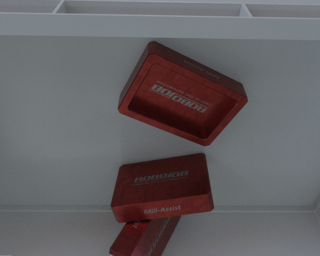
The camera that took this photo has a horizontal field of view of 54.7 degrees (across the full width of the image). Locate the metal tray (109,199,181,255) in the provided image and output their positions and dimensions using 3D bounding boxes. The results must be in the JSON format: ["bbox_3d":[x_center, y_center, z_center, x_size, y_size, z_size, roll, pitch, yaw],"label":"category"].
[{"bbox_3d":[-0.014,0.148,0.446,0.030,0.130,0.090,12,136,27],"label":"metal tray"}]

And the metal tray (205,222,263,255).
[{"bbox_3d":[0.124,0.233,0.553,0.030,0.090,0.129,35,134,-4],"label":"metal tray"}]

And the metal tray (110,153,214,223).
[{"bbox_3d":[0.004,0.081,0.433,0.131,0.090,0.030,-9,119,7],"label":"metal tray"}]

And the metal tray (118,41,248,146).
[{"bbox_3d":[0.026,-0.036,0.375,0.131,0.030,0.089,22,127,-18],"label":"metal tray"}]
